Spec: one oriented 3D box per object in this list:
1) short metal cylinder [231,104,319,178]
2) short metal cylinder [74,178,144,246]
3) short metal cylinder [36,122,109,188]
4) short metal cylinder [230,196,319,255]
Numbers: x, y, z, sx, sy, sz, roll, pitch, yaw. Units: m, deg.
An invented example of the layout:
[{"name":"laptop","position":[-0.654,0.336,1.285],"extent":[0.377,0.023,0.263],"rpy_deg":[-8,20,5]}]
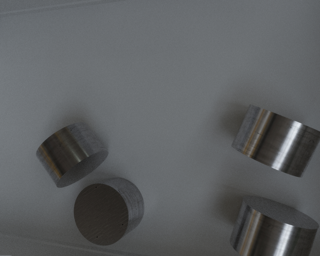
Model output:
[{"name":"short metal cylinder","position":[0.126,0.013,0.337],"extent":[0.080,0.080,0.050],"rpy_deg":[25,98,18]},{"name":"short metal cylinder","position":[-0.068,0.111,0.421],"extent":[0.080,0.050,0.080],"rpy_deg":[0,90,20]},{"name":"short metal cylinder","position":[-0.119,0.037,0.423],"extent":[0.080,0.080,0.050],"rpy_deg":[-42,77,15]},{"name":"short metal cylinder","position":[0.123,0.114,0.338],"extent":[0.080,0.080,0.050],"rpy_deg":[17,96,19]}]
